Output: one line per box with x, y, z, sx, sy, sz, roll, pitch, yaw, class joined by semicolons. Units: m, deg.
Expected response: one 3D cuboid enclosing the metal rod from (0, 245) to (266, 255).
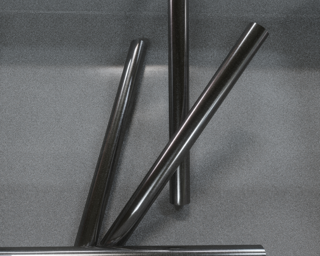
-0.033;0.142;0.337;0.302;0.025;0.025;2;70;-8;metal rod

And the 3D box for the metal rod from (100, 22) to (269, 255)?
0.025;0.015;0.350;0.025;0.025;0.299;35;94;11;metal rod

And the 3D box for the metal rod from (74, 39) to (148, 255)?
-0.060;0.016;0.403;0.025;0.025;0.299;11;70;3;metal rod

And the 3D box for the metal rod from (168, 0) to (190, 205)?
0.023;-0.058;0.373;0.025;0.025;0.298;-1;92;-1;metal rod
